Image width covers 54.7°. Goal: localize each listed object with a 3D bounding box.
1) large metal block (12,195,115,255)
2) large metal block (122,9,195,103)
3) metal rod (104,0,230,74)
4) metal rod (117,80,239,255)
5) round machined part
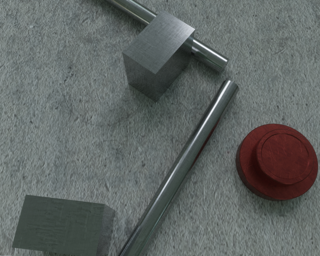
[{"bbox_3d":[-0.098,0.108,0.338,0.080,0.080,0.050,6,70,2],"label":"large metal block"},{"bbox_3d":[-0.001,-0.093,0.413,0.050,0.080,0.080,36,74,12],"label":"large metal block"},{"bbox_3d":[-0.028,-0.173,0.470,0.300,0.025,0.025,36,74,11],"label":"metal rod"},{"bbox_3d":[0.021,0.062,0.385,0.025,0.025,0.300,30,72,10],"label":"metal rod"},{"bbox_3d":[0.149,0.040,0.387,0.099,0.042,0.098,0,70,-1],"label":"round machined part"}]
